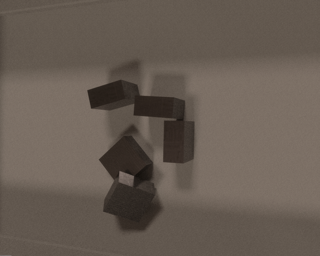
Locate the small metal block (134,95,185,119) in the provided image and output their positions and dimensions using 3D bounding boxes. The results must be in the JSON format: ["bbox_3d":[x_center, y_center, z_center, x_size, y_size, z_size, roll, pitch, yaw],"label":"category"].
[{"bbox_3d":[0.000,-0.026,0.396,0.050,0.050,0.025,5,92,19],"label":"small metal block"}]

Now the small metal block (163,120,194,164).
[{"bbox_3d":[0.025,0.016,0.388,0.025,0.050,0.050,1,91,20],"label":"small metal block"}]

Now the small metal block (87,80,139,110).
[{"bbox_3d":[-0.060,-0.043,0.417,0.050,0.050,0.025,-14,86,19],"label":"small metal block"}]

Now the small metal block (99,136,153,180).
[{"bbox_3d":[-0.047,0.046,0.426,0.050,0.025,0.050,-43,77,14],"label":"small metal block"}]

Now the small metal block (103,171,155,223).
[{"bbox_3d":[-0.041,0.091,0.407,0.050,0.025,0.050,23,111,-16],"label":"small metal block"}]
